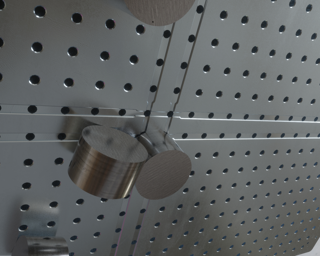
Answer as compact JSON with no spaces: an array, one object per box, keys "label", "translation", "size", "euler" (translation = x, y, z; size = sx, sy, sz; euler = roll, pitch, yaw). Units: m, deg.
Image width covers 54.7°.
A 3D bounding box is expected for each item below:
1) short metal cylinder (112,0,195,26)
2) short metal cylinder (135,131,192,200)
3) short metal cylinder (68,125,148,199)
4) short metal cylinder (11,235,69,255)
[{"label":"short metal cylinder","translation":[-0.008,-0.145,0.301],"size":[0.081,0.050,0.079],"euler":[-14,124,-21]},{"label":"short metal cylinder","translation":[-0.004,0.051,0.424],"size":[0.081,0.050,0.079],"euler":[-14,124,-21]},{"label":"short metal cylinder","translation":[-0.061,0.038,0.366],"size":[0.081,0.080,0.050],"euler":[13,112,-34]},{"label":"short metal cylinder","translation":[-0.159,0.182,0.401],"size":[0.050,0.080,0.080],"euler":[17,110,-35]}]
